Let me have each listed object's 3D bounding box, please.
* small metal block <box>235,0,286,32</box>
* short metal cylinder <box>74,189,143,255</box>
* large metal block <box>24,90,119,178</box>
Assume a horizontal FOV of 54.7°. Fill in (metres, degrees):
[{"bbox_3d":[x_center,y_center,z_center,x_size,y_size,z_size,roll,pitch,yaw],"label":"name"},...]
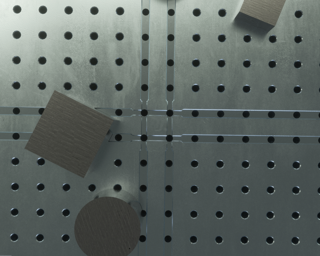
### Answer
[{"bbox_3d":[0.136,-0.165,0.414,0.050,0.025,0.050,23,90,0],"label":"small metal block"},{"bbox_3d":[-0.064,0.123,0.400,0.081,0.050,0.080,0,90,0],"label":"short metal cylinder"},{"bbox_3d":[-0.110,0.007,0.400,0.080,0.050,0.080,27,90,0],"label":"large metal block"}]
